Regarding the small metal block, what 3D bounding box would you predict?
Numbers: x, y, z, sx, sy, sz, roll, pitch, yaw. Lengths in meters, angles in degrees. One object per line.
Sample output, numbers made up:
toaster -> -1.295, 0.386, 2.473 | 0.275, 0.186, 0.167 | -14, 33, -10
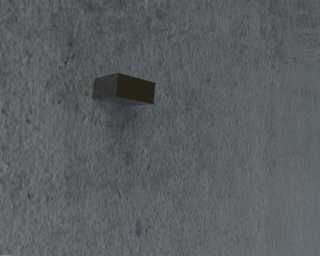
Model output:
small metal block -> -0.041, -0.042, 0.355 | 0.050, 0.050, 0.025 | 8, 85, -40
